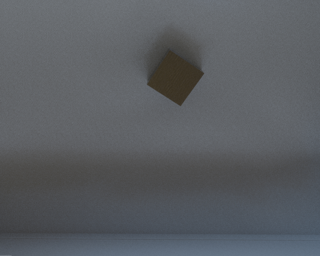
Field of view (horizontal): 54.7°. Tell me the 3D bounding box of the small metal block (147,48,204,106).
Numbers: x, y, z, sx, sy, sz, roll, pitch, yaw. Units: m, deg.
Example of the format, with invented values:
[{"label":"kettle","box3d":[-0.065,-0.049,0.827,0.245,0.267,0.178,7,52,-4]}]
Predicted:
[{"label":"small metal block","box3d":[0.019,-0.064,0.388,0.050,0.025,0.050,32,107,-12]}]
